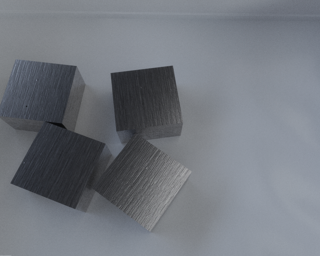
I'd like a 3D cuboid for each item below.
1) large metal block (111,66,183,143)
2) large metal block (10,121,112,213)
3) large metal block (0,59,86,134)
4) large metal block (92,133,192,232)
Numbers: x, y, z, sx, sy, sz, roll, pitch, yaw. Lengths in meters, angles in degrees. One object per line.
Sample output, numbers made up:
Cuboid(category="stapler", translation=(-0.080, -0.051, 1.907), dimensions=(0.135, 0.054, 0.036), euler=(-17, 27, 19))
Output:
Cuboid(category="large metal block", translation=(-0.018, -0.030, 0.407), dimensions=(0.081, 0.050, 0.080), euler=(-8, 70, -3))
Cuboid(category="large metal block", translation=(-0.115, 0.048, 0.378), dimensions=(0.080, 0.050, 0.080), euler=(20, 71, 7))
Cuboid(category="large metal block", translation=(-0.152, -0.039, 0.409), dimensions=(0.080, 0.050, 0.080), euler=(7, 70, 2))
Cuboid(category="large metal block", translation=(-0.020, 0.067, 0.372), dimensions=(0.080, 0.050, 0.080), euler=(34, 73, 11))
